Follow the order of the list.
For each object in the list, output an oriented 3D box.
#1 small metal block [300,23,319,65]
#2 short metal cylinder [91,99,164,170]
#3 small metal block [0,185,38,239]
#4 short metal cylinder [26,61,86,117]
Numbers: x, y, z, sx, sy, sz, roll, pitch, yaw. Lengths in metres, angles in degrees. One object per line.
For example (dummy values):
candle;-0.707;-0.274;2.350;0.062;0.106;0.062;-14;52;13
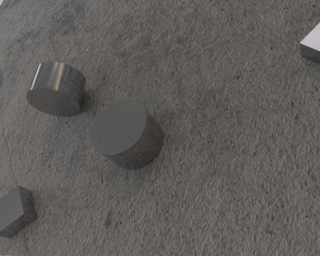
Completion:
small metal block;0.201;-0.098;0.359;0.050;0.025;0.050;-45;51;-4
short metal cylinder;-0.042;0.009;0.405;0.080;0.050;0.080;-13;56;21
small metal block;-0.207;0.119;0.440;0.050;0.025;0.050;-37;51;3
short metal cylinder;-0.162;-0.059;0.490;0.080;0.080;0.050;-8;58;24
